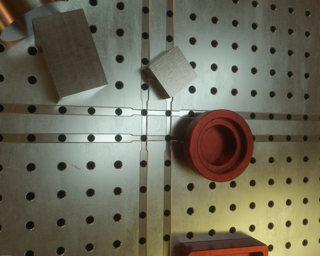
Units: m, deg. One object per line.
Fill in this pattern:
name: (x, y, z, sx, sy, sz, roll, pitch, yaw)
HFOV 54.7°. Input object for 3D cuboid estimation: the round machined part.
round machined part: (0.077, 0.023, 0.432, 0.099, 0.042, 0.097, 0, 90, -20)

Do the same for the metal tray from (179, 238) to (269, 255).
metal tray: (0.091, 0.211, 0.443, 0.131, 0.030, 0.089, 4, 89, -20)

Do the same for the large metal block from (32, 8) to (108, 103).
large metal block: (-0.102, -0.075, 0.346, 0.050, 0.080, 0.080, -20, 97, -19)

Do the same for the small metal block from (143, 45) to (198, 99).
small metal block: (0.014, -0.074, 0.418, 0.050, 0.025, 0.050, -40, 103, -16)

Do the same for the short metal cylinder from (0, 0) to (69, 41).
short metal cylinder: (-0.147, -0.135, 0.329, 0.080, 0.080, 0.050, -34, 101, -17)
